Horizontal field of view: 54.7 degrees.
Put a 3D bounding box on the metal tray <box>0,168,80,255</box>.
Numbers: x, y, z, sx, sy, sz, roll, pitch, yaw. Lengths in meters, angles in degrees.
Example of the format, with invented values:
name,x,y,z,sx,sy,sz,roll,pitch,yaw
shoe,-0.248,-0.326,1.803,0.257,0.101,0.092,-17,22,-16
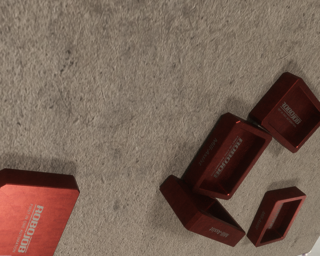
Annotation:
name,x,y,z,sx,sy,sz,roll,pitch,yaw
metal tray,-0.166,0.115,0.385,0.091,0.030,0.129,13,111,-34

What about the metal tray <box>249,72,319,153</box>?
name,x,y,z,sx,sy,sz,roll,pitch,yaw
metal tray,0.215,-0.021,0.511,0.130,0.030,0.090,32,101,-39

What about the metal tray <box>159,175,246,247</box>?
name,x,y,z,sx,sy,sz,roll,pitch,yaw
metal tray,0.067,0.130,0.484,0.130,0.090,0.030,33,100,-39

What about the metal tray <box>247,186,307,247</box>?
name,x,y,z,sx,sy,sz,roll,pitch,yaw
metal tray,0.246,0.189,0.658,0.091,0.030,0.129,-2,119,-28

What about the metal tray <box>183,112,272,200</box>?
name,x,y,z,sx,sy,sz,roll,pitch,yaw
metal tray,0.106,0.048,0.485,0.091,0.030,0.129,20,107,-35
